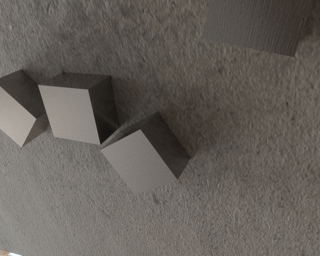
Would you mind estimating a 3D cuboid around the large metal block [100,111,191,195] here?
[{"bbox_3d":[-0.019,0.036,0.421,0.080,0.050,0.080,-27,104,37],"label":"large metal block"}]

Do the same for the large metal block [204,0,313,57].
[{"bbox_3d":[0.090,-0.116,0.271,0.080,0.050,0.079,17,125,18],"label":"large metal block"}]

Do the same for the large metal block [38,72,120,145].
[{"bbox_3d":[-0.109,-0.029,0.428,0.080,0.050,0.079,8,122,23],"label":"large metal block"}]

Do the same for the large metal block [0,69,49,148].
[{"bbox_3d":[-0.217,-0.030,0.484,0.080,0.050,0.080,43,129,-2],"label":"large metal block"}]
